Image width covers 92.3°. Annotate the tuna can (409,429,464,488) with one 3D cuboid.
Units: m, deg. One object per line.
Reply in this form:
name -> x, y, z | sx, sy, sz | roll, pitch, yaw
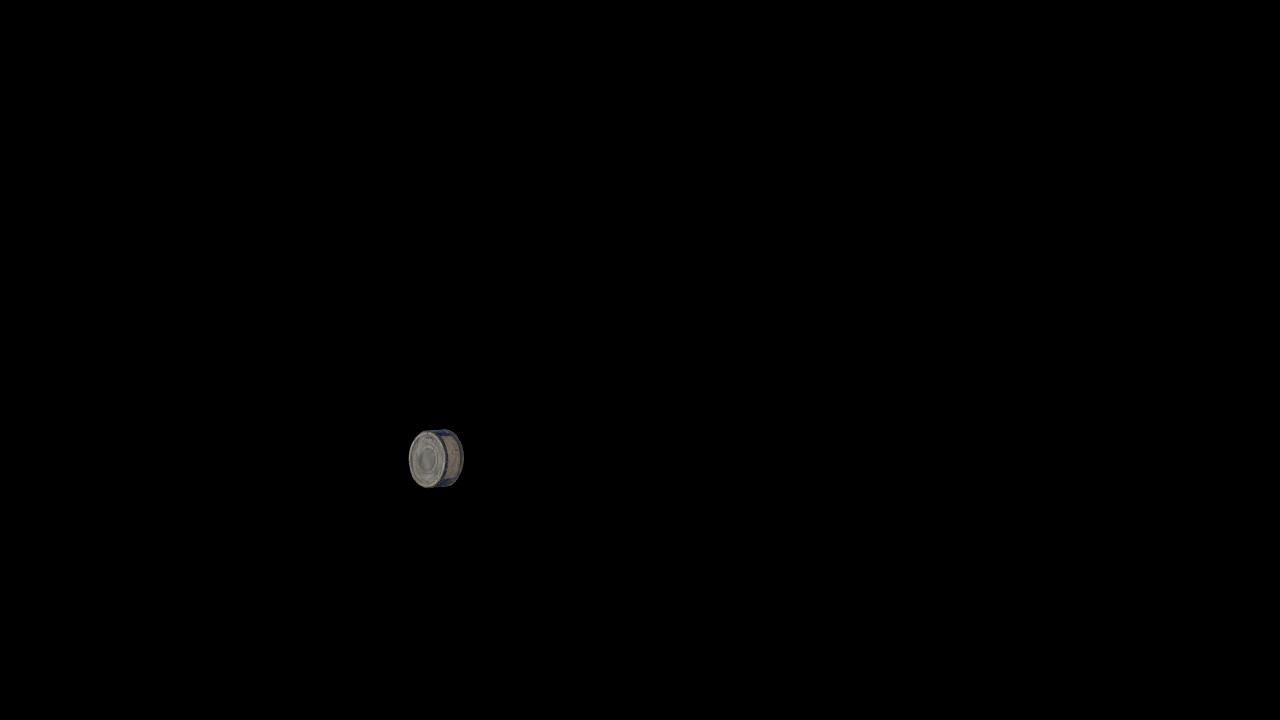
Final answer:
tuna can -> -0.297, 0.143, 0.893 | 0.084, 0.084, 0.034 | 0, -4, 33
